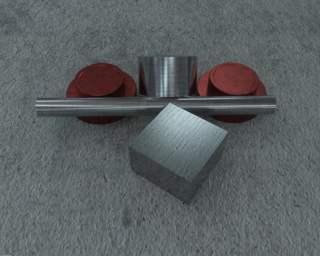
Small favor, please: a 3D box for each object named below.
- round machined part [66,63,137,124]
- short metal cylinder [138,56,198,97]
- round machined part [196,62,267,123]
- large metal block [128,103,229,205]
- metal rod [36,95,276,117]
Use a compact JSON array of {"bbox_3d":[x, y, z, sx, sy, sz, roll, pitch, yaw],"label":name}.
[{"bbox_3d":[-0.083,-0.055,0.438,0.099,0.042,0.098,0,50,0],"label":"round machined part"},{"bbox_3d":[0.011,-0.073,0.426,0.080,0.050,0.080,0,15,0],"label":"short metal cylinder"},{"bbox_3d":[0.102,-0.056,0.442,0.099,0.042,0.098,0,50,0],"label":"round machined part"},{"bbox_3d":[0.022,0.028,0.363,0.080,0.050,0.080,28,56,22],"label":"large metal block"},{"bbox_3d":[-0.004,-0.028,0.401,0.302,0.025,0.025,-1,50,-1],"label":"metal rod"}]
